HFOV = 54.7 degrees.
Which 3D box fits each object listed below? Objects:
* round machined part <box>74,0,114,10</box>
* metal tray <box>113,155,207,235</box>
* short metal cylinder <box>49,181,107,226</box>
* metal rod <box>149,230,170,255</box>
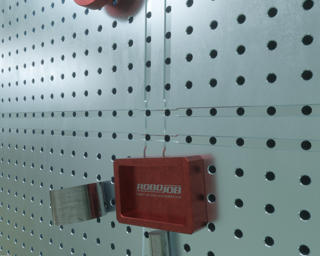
[{"bbox_3d":[-0.092,-0.230,0.472,0.098,0.042,0.097,0,90,39],"label":"round machined part"},{"bbox_3d":[-0.005,0.083,0.407,0.130,0.030,0.089,-6,86,39],"label":"metal tray"},{"bbox_3d":[-0.124,0.114,0.473,0.080,0.081,0.050,-17,80,38],"label":"short metal cylinder"},{"bbox_3d":[0.013,0.286,0.396,0.025,0.025,0.298,-10,84,39],"label":"metal rod"}]
